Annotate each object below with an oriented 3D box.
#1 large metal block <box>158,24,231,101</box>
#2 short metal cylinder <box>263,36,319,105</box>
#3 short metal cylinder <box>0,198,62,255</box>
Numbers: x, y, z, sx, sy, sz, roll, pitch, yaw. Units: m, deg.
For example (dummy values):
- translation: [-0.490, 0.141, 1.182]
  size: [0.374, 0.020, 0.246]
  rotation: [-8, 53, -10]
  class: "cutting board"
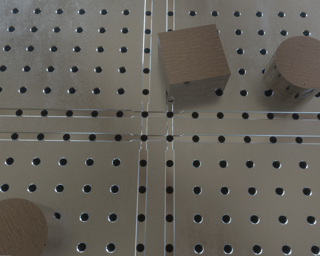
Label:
- translation: [0.044, -0.091, 0.432]
  size: [0.081, 0.050, 0.080]
  rotation: [-11, 70, -4]
  class: "large metal block"
- translation: [0.191, -0.079, 0.428]
  size: [0.081, 0.050, 0.080]
  rotation: [0, 70, 0]
  class: "short metal cylinder"
- translation: [-0.160, 0.123, 0.352]
  size: [0.081, 0.050, 0.080]
  rotation: [0, 70, 0]
  class: "short metal cylinder"
